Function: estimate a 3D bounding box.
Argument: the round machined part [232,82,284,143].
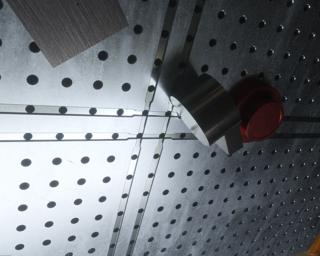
[{"bbox_3d":[0.148,-0.018,0.473,0.099,0.042,0.097,-14,124,-21],"label":"round machined part"}]

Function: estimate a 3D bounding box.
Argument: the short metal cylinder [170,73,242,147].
[{"bbox_3d":[0.058,-0.023,0.395,0.050,0.080,0.080,-37,130,-4],"label":"short metal cylinder"}]

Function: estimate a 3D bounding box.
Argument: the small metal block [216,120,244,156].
[{"bbox_3d":[0.092,0.004,0.450,0.025,0.050,0.050,-30,129,-10],"label":"small metal block"}]

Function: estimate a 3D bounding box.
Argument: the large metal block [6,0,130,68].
[{"bbox_3d":[-0.087,-0.114,0.278,0.080,0.050,0.080,-32,129,-8],"label":"large metal block"}]
